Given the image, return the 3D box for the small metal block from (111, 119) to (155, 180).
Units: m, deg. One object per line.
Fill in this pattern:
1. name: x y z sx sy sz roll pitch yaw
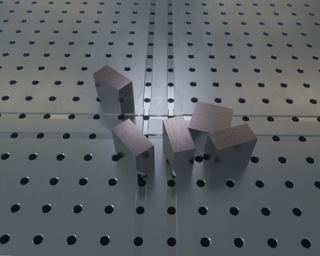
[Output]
1. small metal block: -0.031 0.026 0.370 0.025 0.050 0.050 -30 56 -23

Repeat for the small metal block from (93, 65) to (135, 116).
1. small metal block: -0.064 -0.052 0.435 0.050 0.050 0.025 34 58 25

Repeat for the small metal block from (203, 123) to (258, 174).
1. small metal block: 0.082 0.025 0.371 0.050 0.050 0.025 -14 52 -12

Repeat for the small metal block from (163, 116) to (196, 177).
1. small metal block: 0.021 0.022 0.373 0.025 0.050 0.050 -11 51 -9

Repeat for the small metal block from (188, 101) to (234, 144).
1. small metal block: 0.067 -0.005 0.412 0.050 0.025 0.050 14 51 11
